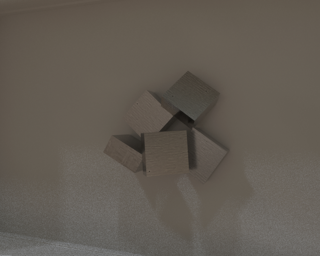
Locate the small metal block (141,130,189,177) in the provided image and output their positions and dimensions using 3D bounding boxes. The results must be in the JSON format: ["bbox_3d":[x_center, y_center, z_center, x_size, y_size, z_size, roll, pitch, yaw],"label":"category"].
[{"bbox_3d":[0.005,0.029,0.368,0.050,0.025,0.050,-3,89,-13],"label":"small metal block"}]

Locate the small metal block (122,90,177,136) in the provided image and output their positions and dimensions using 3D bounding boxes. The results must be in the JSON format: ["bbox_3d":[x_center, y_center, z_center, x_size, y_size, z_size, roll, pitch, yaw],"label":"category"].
[{"bbox_3d":[-0.013,-0.014,0.411,0.050,0.025,0.050,45,104,14],"label":"small metal block"}]

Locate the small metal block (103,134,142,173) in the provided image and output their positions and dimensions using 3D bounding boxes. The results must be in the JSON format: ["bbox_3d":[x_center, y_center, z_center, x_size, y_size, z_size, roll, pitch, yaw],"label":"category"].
[{"bbox_3d":[-0.037,0.032,0.407,0.050,0.050,0.025,31,100,17],"label":"small metal block"}]

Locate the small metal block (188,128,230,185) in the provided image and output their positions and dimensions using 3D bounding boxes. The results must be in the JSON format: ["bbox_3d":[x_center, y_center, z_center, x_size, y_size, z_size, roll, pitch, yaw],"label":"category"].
[{"bbox_3d":[0.051,0.034,0.390,0.050,0.025,0.050,37,101,16],"label":"small metal block"}]

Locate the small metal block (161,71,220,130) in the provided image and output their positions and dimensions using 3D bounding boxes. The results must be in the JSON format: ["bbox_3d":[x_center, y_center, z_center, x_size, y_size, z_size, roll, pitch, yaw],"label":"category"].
[{"bbox_3d":[0.037,-0.035,0.383,0.050,0.025,0.050,39,69,15],"label":"small metal block"}]
